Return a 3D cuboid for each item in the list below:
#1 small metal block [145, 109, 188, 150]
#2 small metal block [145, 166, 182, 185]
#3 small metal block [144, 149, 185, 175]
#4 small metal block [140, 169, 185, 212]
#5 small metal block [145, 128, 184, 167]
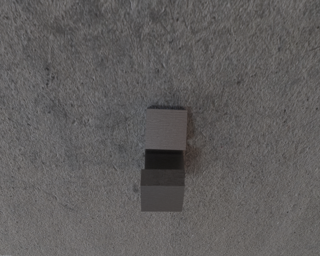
[{"bbox_3d":[0.008,0.001,0.394,0.050,0.025,0.050,2,94,-2],"label":"small metal block"},{"bbox_3d":[0.004,0.069,0.451,0.050,0.025,0.050,2,171,-2],"label":"small metal block"},{"bbox_3d":[0.005,0.053,0.404,0.050,0.050,0.025,2,130,-2],"label":"small metal block"},{"bbox_3d":[0.003,0.076,0.375,0.050,0.025,0.050,1,130,-1],"label":"small metal block"},{"bbox_3d":[0.005,0.028,0.433,0.050,0.025,0.050,2,130,-2],"label":"small metal block"}]
